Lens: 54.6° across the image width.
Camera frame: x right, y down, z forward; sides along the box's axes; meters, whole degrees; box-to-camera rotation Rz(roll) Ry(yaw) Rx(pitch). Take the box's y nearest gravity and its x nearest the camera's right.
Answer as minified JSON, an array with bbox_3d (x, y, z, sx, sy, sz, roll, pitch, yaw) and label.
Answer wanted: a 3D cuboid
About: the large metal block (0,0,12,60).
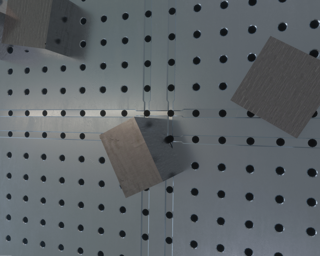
[{"bbox_3d":[-0.268,-0.159,0.479,0.080,0.080,0.050,-44,76,15],"label":"large metal block"}]

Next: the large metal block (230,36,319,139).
[{"bbox_3d":[0.139,-0.044,0.350,0.080,0.050,0.080,33,101,17],"label":"large metal block"}]

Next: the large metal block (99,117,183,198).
[{"bbox_3d":[-0.021,0.034,0.391,0.050,0.080,0.080,-27,81,18],"label":"large metal block"}]

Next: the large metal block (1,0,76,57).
[{"bbox_3d":[-0.181,-0.156,0.464,0.080,0.050,0.080,12,94,19],"label":"large metal block"}]
